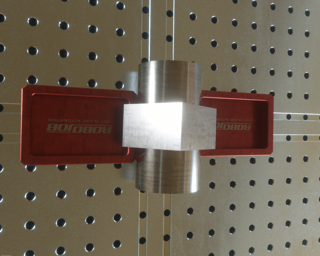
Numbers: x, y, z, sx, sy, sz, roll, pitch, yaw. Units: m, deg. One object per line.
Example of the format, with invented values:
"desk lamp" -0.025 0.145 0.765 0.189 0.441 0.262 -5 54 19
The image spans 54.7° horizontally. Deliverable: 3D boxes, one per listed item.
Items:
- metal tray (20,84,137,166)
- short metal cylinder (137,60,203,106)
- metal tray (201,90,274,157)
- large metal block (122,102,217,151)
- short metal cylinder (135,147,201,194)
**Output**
"metal tray" -0.095 -0.002 0.374 0.131 0.030 0.089 1 90 -20
"short metal cylinder" 0.012 -0.051 0.387 0.081 0.080 0.050 1 90 -20
"metal tray" 0.101 -0.006 0.447 0.131 0.030 0.089 1 90 -20
"large metal block" 0.013 -0.001 0.373 0.080 0.080 0.050 3 88 -54
"short metal cylinder" 0.010 0.049 0.387 0.081 0.080 0.050 2 90 -20
